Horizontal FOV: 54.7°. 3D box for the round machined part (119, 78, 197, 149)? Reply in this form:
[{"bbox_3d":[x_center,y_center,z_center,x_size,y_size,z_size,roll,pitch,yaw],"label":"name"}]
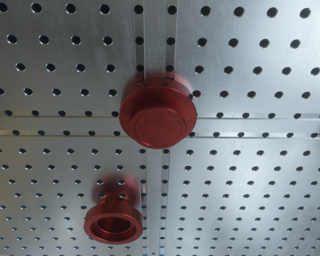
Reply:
[{"bbox_3d":[-0.003,-0.011,0.391,0.099,0.042,0.097,-1,130,0],"label":"round machined part"}]

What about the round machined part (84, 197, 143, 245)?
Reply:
[{"bbox_3d":[-0.078,0.157,0.533,0.099,0.042,0.097,-1,130,0],"label":"round machined part"}]
